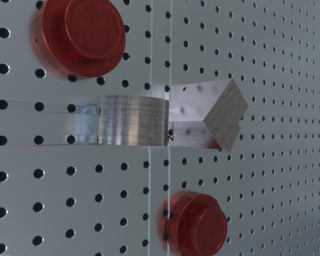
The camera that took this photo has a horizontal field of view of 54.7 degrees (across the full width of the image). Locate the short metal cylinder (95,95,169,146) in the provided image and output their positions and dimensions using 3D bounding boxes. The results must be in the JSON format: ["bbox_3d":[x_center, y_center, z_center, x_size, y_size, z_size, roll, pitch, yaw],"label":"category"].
[{"bbox_3d":[-0.031,-0.007,0.347,0.081,0.080,0.050,4,88,-40],"label":"short metal cylinder"}]

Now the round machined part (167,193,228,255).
[{"bbox_3d":[0.060,0.145,0.449,0.099,0.042,0.097,0,90,-40],"label":"round machined part"}]

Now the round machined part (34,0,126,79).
[{"bbox_3d":[-0.078,-0.104,0.333,0.099,0.042,0.097,0,90,-40],"label":"round machined part"}]

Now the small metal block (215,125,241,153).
[{"bbox_3d":[0.097,0.004,0.490,0.050,0.025,0.050,44,64,-31],"label":"small metal block"}]

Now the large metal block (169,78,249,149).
[{"bbox_3d":[0.060,-0.019,0.423,0.080,0.080,0.050,-52,121,-27],"label":"large metal block"}]
